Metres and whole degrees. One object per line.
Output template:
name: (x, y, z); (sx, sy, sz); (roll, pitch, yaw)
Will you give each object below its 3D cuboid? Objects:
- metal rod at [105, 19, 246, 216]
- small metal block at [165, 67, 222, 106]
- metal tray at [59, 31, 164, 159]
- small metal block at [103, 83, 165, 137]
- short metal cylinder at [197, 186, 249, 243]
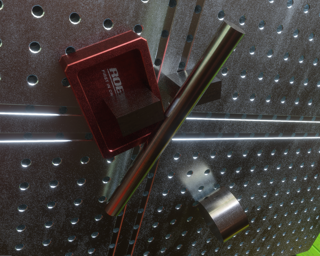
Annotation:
metal rod: (0.002, 0.010, 0.374); (0.025, 0.025, 0.298); (10, 127, -33)
small metal block: (0.041, -0.051, 0.387); (0.050, 0.050, 0.025); (-17, 126, -19)
metal tray: (-0.047, -0.035, 0.361); (0.091, 0.030, 0.129); (-25, 128, -13)
small metal block: (-0.030, -0.022, 0.350); (0.050, 0.050, 0.025); (-24, 128, -14)
short metal cylinder: (0.105, 0.146, 0.526); (0.050, 0.080, 0.080); (-29, 129, -11)
